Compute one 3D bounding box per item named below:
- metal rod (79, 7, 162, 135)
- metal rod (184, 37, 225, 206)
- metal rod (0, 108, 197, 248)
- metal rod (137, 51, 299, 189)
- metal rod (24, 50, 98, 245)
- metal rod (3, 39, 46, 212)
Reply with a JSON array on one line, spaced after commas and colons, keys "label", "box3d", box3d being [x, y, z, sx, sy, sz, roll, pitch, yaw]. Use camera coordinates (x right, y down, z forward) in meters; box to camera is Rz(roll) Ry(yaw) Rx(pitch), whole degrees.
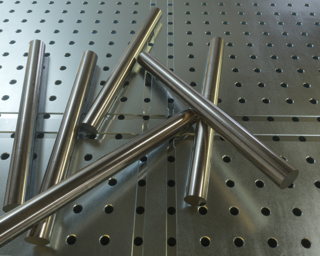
[{"label": "metal rod", "box3d": [-0.051, -0.108, 0.498, 0.025, 0.025, 0.300, 13, 51, 11]}, {"label": "metal rod", "box3d": [0.068, -0.033, 0.435, 0.025, 0.025, 0.300, 9, 50, 7]}, {"label": "metal rod", "box3d": [-0.069, 0.049, 0.343, 0.302, 0.025, 0.025, -31, 56, -32]}, {"label": "metal rod", "box3d": [0.050, -0.031, 0.403, 0.025, 0.025, 0.300, -25, 45, -19]}, {"label": "metal rod", "box3d": [-0.119, -0.001, 0.408, 0.025, 0.025, 0.300, 1, 50, 1]}, {"label": "metal rod", "box3d": [-0.181, -0.026, 0.428, 0.025, 0.025, 0.300, -8, 50, -6]}]
